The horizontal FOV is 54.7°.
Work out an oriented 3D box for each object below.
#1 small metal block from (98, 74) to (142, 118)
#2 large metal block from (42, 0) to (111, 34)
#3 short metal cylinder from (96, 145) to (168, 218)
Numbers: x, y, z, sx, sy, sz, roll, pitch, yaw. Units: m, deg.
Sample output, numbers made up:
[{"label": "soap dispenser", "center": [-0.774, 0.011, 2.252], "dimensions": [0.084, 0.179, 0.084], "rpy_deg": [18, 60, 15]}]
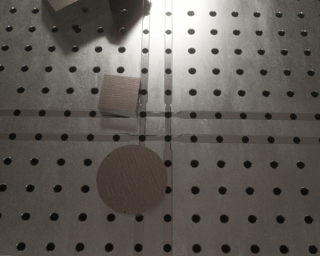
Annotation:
[{"label": "small metal block", "center": [-0.054, -0.044, 0.427], "dimensions": [0.050, 0.025, 0.050], "rpy_deg": [6, 70, 2]}, {"label": "large metal block", "center": [-0.134, -0.205, 0.472], "dimensions": [0.080, 0.050, 0.080], "rpy_deg": [-33, 74, -12]}, {"label": "short metal cylinder", "center": [-0.032, 0.065, 0.374], "dimensions": [0.081, 0.050, 0.080], "rpy_deg": [0, 70, 0]}]
